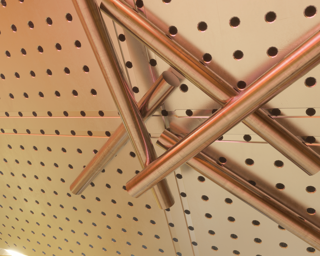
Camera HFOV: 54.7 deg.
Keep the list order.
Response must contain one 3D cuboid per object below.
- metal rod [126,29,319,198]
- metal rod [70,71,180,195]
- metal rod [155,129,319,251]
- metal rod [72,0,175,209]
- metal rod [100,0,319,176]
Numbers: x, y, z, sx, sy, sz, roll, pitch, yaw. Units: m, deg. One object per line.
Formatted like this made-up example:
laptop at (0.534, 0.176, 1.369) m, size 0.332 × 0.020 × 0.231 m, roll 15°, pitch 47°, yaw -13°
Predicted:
metal rod at (0.067, -0.007, 0.332) m, size 0.025 × 0.025 × 0.299 m, roll 47°, pitch 117°, yaw -5°
metal rod at (-0.068, 0.025, 0.460) m, size 0.025 × 0.025 × 0.298 m, roll 43°, pitch 129°, yaw -2°
metal rod at (0.127, 0.093, 0.401) m, size 0.301 × 0.025 × 0.025 m, roll 33°, pitch 129°, yaw 6°
metal rod at (-0.041, -0.027, 0.381) m, size 0.025 × 0.025 × 0.298 m, roll -8°, pitch 113°, yaw 31°
metal rod at (0.057, -0.050, 0.349) m, size 0.300 × 0.025 × 0.025 m, roll 39°, pitch 129°, yaw 1°
